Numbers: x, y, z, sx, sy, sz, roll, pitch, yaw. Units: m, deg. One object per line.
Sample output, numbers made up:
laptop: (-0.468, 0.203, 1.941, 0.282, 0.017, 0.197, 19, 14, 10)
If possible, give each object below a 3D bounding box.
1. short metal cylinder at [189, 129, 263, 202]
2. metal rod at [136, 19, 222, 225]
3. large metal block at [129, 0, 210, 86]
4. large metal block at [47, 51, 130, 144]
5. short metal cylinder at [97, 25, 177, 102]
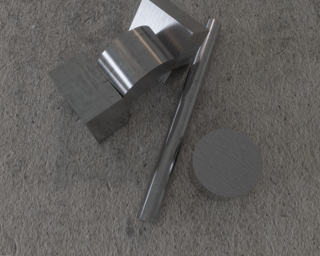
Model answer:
short metal cylinder: (0.077, 0.047, 0.378, 0.081, 0.050, 0.080, 0, 70, 0)
metal rod: (0.032, -0.022, 0.416, 0.025, 0.025, 0.300, 18, 71, 6)
large metal block: (0.005, -0.117, 0.415, 0.080, 0.079, 0.050, 41, 35, 13)
large metal block: (-0.087, -0.035, 0.391, 0.050, 0.080, 0.080, -37, 74, -12)
short metal cylinder: (-0.027, -0.075, 0.370, 0.080, 0.080, 0.050, -37, 85, -12)
